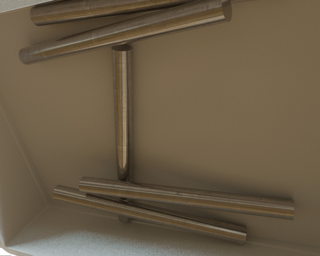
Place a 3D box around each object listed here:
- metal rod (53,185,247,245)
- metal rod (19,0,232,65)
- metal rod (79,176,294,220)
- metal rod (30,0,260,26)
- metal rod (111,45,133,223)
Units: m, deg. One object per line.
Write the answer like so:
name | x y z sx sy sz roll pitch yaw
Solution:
metal rod | -0.023 0.129 0.473 0.301 0.025 0.025 9 123 13
metal rod | -0.065 -0.106 0.361 0.300 0.025 0.025 -1 118 33
metal rod | 0.023 0.095 0.433 0.301 0.025 0.025 3 120 19
metal rod | -0.023 -0.136 0.335 0.301 0.025 0.025 4 120 26
metal rod | -0.052 0.029 0.452 0.025 0.025 0.298 16 125 19
